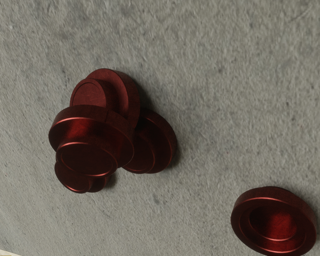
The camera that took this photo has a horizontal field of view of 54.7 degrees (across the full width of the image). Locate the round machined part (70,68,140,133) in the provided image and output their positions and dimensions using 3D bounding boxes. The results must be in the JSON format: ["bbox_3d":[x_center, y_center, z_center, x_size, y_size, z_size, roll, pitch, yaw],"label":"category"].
[{"bbox_3d":[-0.076,-0.027,0.390,0.098,0.042,0.097,-1,89,36],"label":"round machined part"}]

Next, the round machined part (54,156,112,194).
[{"bbox_3d":[-0.131,0.068,0.504,0.098,0.042,0.097,13,124,20],"label":"round machined part"}]

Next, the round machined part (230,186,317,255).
[{"bbox_3d":[0.143,0.113,0.390,0.098,0.042,0.097,13,124,20],"label":"round machined part"}]

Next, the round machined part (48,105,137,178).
[{"bbox_3d":[-0.078,0.022,0.355,0.099,0.042,0.097,4,139,4],"label":"round machined part"}]

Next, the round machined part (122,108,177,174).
[{"bbox_3d":[-0.030,0.024,0.425,0.098,0.042,0.097,13,124,20],"label":"round machined part"}]
